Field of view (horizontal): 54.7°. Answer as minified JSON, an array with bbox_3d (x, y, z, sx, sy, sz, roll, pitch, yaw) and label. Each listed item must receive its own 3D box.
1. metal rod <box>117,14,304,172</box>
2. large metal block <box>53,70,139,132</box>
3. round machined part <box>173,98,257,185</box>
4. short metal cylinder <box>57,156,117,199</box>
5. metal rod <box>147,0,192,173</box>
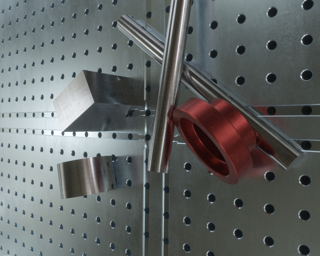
[{"bbox_3d":[0.040,-0.060,0.374,0.300,0.025,0.025,46,117,30],"label":"metal rod"},{"bbox_3d":[-0.093,-0.035,0.448,0.080,0.081,0.050,-35,69,34],"label":"large metal block"},{"bbox_3d":[0.061,0.008,0.324,0.042,0.098,0.098,-37,60,-12],"label":"round machined part"},{"bbox_3d":[-0.108,0.073,0.460,0.080,0.081,0.050,-16,80,38],"label":"short metal cylinder"},{"bbox_3d":[0.018,-0.098,0.364,0.025,0.025,0.298,4,84,39],"label":"metal rod"}]
